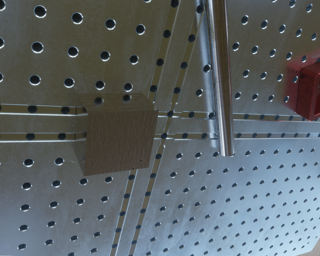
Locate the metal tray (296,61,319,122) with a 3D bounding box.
[{"bbox_3d":[0.294,-0.075,0.522,0.131,0.030,0.089,-22,127,-15],"label":"metal tray"}]

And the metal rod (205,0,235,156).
[{"bbox_3d":[0.079,-0.081,0.403,0.025,0.025,0.298,-24,127,-14],"label":"metal rod"}]

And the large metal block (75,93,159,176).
[{"bbox_3d":[-0.054,0.005,0.369,0.081,0.050,0.079,-4,120,-27],"label":"large metal block"}]
